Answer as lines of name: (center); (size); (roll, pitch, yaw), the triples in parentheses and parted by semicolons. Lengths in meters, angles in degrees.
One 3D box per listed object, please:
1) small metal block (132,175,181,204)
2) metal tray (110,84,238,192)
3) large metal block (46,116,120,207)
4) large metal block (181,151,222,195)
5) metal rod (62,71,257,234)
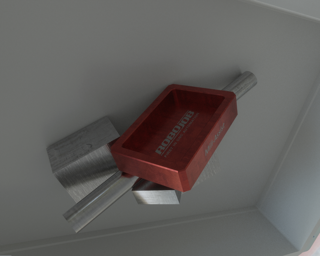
small metal block: (0.000, 0.062, 0.368); (0.050, 0.050, 0.025); (-5, 129, 17)
metal tray: (0.020, 0.002, 0.344); (0.131, 0.090, 0.030); (-50, 139, -36)
large metal block: (-0.077, 0.046, 0.375); (0.080, 0.050, 0.080); (-30, 129, -10)
large metal block: (0.032, 0.040, 0.435); (0.080, 0.050, 0.080); (-30, 129, -10)
metal rod: (0.017, 0.015, 0.379); (0.302, 0.025, 0.025); (-38, 131, -23)
